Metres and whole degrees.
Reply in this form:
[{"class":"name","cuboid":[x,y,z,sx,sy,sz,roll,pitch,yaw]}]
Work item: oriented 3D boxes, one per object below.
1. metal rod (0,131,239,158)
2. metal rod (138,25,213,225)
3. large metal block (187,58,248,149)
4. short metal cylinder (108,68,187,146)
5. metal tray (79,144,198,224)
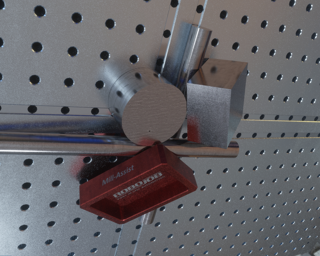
[{"class":"metal rod","cuboid":[-0.034,0.023,0.385,0.302,0.025,0.025,3,117,-22]},{"class":"metal rod","cuboid":[0.014,0.013,0.426,0.025,0.025,0.298,1,118,-29]},{"class":"large metal block","cuboid":[0.072,-0.033,0.388,0.080,0.050,0.079,-50,145,-48]},{"class":"short metal cylinder","cuboid":[-0.015,-0.026,0.370,0.081,0.050,0.079,-14,124,-21]},{"class":"metal tray","cuboid":[-0.028,0.079,0.408,0.130,0.030,0.090,-29,138,17]}]
